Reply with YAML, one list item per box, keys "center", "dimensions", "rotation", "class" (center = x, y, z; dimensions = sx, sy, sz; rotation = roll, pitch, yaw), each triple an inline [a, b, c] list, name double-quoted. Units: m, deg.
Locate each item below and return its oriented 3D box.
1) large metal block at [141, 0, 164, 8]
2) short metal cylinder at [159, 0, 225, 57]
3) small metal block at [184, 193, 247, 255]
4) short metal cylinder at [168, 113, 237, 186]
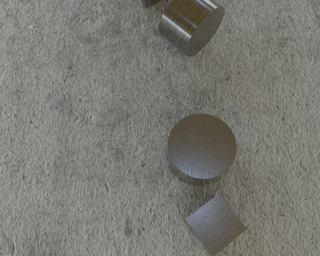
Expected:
- center: [-0.021, -0.247, 0.469]
  dimensions: [0.050, 0.080, 0.080]
  rotation: [-29, 73, -10]
  class: "large metal block"
- center: [0.044, -0.148, 0.434]
  dimensions: [0.050, 0.080, 0.080]
  rotation: [42, 75, 13]
  class: "short metal cylinder"
- center: [0.065, 0.115, 0.367]
  dimensions: [0.050, 0.025, 0.050]
  rotation: [-35, 74, -12]
  class: "small metal block"
- center: [0.049, 0.028, 0.385]
  dimensions: [0.081, 0.050, 0.080]
  rotation: [0, 70, 0]
  class: "short metal cylinder"
